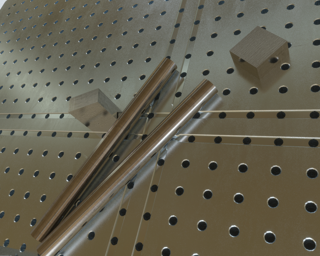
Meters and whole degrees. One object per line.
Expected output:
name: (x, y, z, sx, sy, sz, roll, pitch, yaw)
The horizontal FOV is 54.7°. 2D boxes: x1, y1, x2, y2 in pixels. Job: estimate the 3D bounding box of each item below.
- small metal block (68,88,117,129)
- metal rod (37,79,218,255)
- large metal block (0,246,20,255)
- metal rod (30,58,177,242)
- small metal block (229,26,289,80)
small metal block: (-0.099, -0.028, 0.462, 0.050, 0.050, 0.025, -17, 55, 19)
metal rod: (-0.039, 0.050, 0.397, 0.300, 0.025, 0.025, -45, 51, -4)
large metal block: (-0.202, 0.182, 0.367, 0.080, 0.080, 0.050, 26, 76, 37)
metal rod: (-0.071, 0.023, 0.431, 0.025, 0.025, 0.300, 28, 77, 37)
small metal block: (0.128, -0.098, 0.401, 0.050, 0.025, 0.050, -42, 51, -1)
